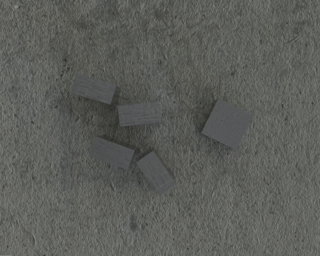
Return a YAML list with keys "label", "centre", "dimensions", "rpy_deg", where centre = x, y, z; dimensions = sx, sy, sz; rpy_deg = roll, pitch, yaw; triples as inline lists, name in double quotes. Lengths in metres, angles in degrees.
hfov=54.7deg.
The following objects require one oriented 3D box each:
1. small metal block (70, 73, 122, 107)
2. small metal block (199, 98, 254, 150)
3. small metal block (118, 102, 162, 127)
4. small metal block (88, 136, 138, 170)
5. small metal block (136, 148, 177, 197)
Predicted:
- label: "small metal block"
  centre: [-0.080, -0.047, 0.397]
  dimensions: [0.050, 0.050, 0.025]
  rpy_deg: [17, 90, 0]
- label: "small metal block"
  centre: [0.087, -0.005, 0.411]
  dimensions: [0.050, 0.025, 0.050]
  rpy_deg: [26, 90, 0]
- label: "small metal block"
  centre: [-0.024, -0.017, 0.397]
  dimensions: [0.050, 0.050, 0.025]
  rpy_deg: [-6, 90, 0]
- label: "small metal block"
  centre: [-0.058, 0.030, 0.397]
  dimensions: [0.050, 0.050, 0.025]
  rpy_deg: [20, 90, 0]
- label: "small metal block"
  centre: [-0.004, 0.055, 0.397]
  dimensions: [0.025, 0.050, 0.050]
  rpy_deg: [-35, 90, 0]
